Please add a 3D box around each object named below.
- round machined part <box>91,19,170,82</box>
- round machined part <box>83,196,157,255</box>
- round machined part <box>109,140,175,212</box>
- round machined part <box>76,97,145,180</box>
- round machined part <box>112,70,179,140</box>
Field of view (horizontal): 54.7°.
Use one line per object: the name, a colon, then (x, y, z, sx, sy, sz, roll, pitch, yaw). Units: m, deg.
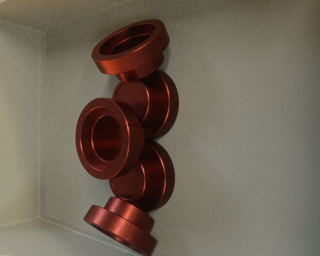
round machined part: (-0.033, -0.095, 0.395, 0.098, 0.098, 0.042, 9, 138, 39)
round machined part: (-0.047, 0.125, 0.407, 0.098, 0.098, 0.042, 8, 58, 39)
round machined part: (-0.031, 0.065, 0.417, 0.098, 0.042, 0.097, 0, 90, 39)
round machined part: (-0.058, 0.012, 0.383, 0.098, 0.042, 0.097, 0, 90, 39)
round machined part: (-0.027, -0.033, 0.413, 0.098, 0.042, 0.097, 0, 90, 39)
